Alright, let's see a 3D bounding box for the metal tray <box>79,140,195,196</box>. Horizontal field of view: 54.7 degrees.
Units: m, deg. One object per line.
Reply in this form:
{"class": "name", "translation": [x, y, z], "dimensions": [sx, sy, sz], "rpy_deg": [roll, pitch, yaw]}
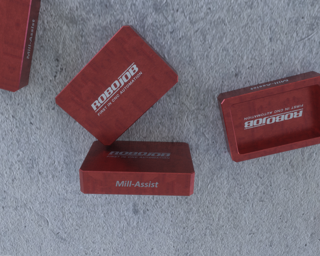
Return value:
{"class": "metal tray", "translation": [-0.026, 0.048, 0.392], "dimensions": [0.131, 0.090, 0.030], "rpy_deg": [2, 110, -1]}

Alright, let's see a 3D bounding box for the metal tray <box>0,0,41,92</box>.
{"class": "metal tray", "translation": [-0.197, -0.117, 0.362], "dimensions": [0.091, 0.030, 0.129], "rpy_deg": [15, 109, -6]}

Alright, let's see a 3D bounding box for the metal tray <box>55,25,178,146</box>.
{"class": "metal tray", "translation": [-0.053, -0.051, 0.388], "dimensions": [0.130, 0.030, 0.090], "rpy_deg": [-43, 105, 14]}

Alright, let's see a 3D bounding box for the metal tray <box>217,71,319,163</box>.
{"class": "metal tray", "translation": [0.148, -0.014, 0.403], "dimensions": [0.131, 0.030, 0.089], "rpy_deg": [-14, 110, 4]}
